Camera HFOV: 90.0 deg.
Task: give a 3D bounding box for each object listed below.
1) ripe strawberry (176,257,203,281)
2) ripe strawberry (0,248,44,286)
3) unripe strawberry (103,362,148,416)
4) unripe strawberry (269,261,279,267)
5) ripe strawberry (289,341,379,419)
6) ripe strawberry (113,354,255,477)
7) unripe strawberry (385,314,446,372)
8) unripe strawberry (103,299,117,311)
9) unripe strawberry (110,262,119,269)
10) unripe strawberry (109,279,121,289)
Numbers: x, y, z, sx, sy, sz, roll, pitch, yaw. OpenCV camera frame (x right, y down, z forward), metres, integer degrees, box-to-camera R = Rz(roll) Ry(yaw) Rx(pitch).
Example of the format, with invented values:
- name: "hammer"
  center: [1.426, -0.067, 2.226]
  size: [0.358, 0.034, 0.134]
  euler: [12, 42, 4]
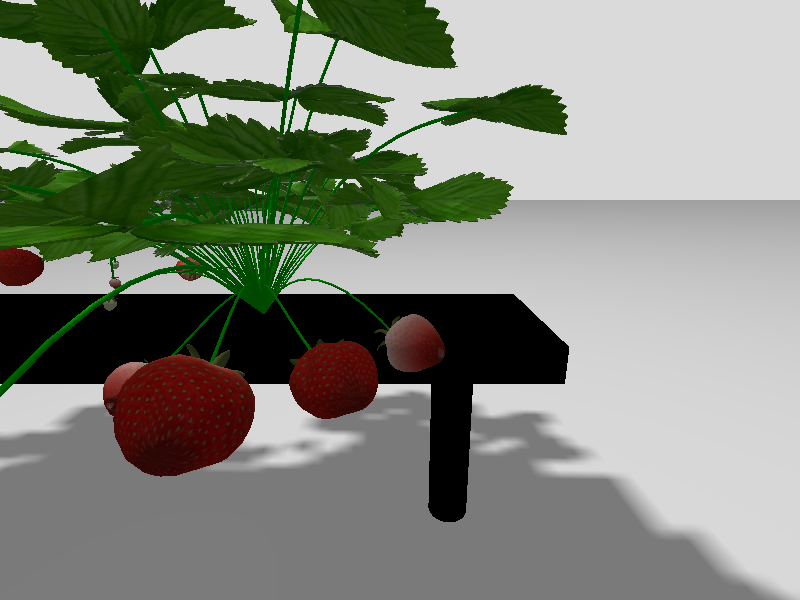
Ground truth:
- name: "ripe strawberry"
  center: [-0.258, -0.039, 0.492]
  size: [0.029, 0.029, 0.032]
  euler: [15, 21, 43]
- name: "ripe strawberry"
  center: [-0.439, -0.039, 0.462]
  size: [0.044, 0.046, 0.040]
  euler: [-11, 19, -36]
- name: "unripe strawberry"
  center: [-0.135, 0.046, 0.202]
  size: [0.026, 0.028, 0.028]
  euler: [1, 17, 3]
- name: "unripe strawberry"
  center: [-0.169, -0.046, 0.535]
  size: [0.013, 0.014, 0.015]
  euler: [-4, 16, -13]
- name: "ripe strawberry"
  center: [-0.031, 0.041, 0.195]
  size: [0.043, 0.039, 0.039]
  euler: [-8, 19, -27]
- name: "ripe strawberry"
  center: [-0.087, 0.047, 0.160]
  size: [0.052, 0.045, 0.052]
  euler: [-3, 17, -10]
- name: "unripe strawberry"
  center: [0.011, 0.028, 0.249]
  size: [0.038, 0.037, 0.035]
  euler: [14, 21, 39]
- name: "unripe strawberry"
  center: [-0.273, 0.004, 0.377]
  size: [0.010, 0.012, 0.012]
  euler: [13, 16, 1]
- name: "unripe strawberry"
  center: [-0.384, -0.046, 0.539]
  size: [0.010, 0.010, 0.011]
  euler: [-15, 21, -41]
- name: "unripe strawberry"
  center: [-0.316, -0.018, 0.445]
  size: [0.011, 0.011, 0.011]
  euler: [7, 17, 22]
